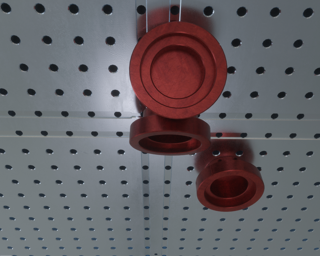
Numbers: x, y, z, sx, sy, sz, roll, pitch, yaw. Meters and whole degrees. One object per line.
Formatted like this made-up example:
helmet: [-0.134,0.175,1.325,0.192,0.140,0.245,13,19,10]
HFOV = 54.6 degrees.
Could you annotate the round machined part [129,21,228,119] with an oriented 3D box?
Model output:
round machined part: [0.018,-0.058,0.330,0.099,0.042,0.097,0,92,-1]

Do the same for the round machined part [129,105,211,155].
round machined part: [0.013,0.001,0.384,0.099,0.042,0.098,1,159,1]

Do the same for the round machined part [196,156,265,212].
round machined part: [0.103,0.081,0.470,0.099,0.042,0.097,0,130,0]
